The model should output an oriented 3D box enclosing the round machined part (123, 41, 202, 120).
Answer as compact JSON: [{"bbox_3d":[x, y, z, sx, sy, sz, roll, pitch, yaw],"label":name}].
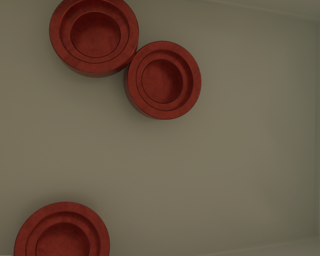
[{"bbox_3d":[0.000,-0.059,0.401,0.099,0.042,0.097,0,90,-20],"label":"round machined part"}]

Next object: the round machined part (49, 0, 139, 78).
[{"bbox_3d":[-0.075,-0.106,0.365,0.099,0.042,0.097,1,83,-6],"label":"round machined part"}]

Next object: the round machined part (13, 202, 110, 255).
[{"bbox_3d":[-0.109,0.137,0.346,0.099,0.042,0.098,13,52,-18],"label":"round machined part"}]
